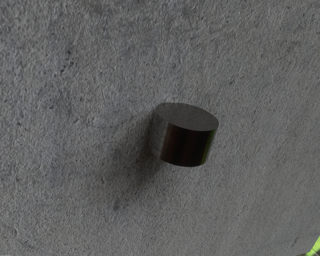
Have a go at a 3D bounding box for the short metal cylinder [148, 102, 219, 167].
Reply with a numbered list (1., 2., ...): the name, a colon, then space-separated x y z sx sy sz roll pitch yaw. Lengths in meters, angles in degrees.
1. short metal cylinder: 0.029 0.006 0.394 0.081 0.080 0.050 -1 119 -28
